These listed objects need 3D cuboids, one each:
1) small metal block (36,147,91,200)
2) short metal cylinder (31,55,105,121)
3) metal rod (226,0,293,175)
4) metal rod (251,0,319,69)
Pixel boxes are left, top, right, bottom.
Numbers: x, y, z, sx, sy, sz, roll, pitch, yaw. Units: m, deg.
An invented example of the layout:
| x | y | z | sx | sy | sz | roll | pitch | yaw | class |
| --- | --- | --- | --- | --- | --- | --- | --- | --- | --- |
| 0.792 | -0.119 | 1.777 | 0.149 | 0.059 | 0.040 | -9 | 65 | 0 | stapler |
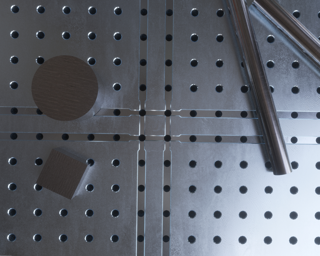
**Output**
| x | y | z | sx | sy | sz | roll | pitch | yaw | class |
| --- | --- | --- | --- | --- | --- | --- | --- | --- | --- |
| -0.127 | 0.060 | 0.412 | 0.050 | 0.025 | 0.050 | 26 | 90 | -1 | small metal block |
| -0.115 | -0.048 | 0.399 | 0.081 | 0.050 | 0.079 | 0 | 90 | -1 | short metal cylinder |
| 0.125 | -0.084 | 0.414 | 0.025 | 0.025 | 0.298 | -15 | 90 | 0 | metal rod |
| 0.241 | -0.073 | 0.416 | 0.300 | 0.025 | 0.025 | 43 | 90 | -1 | metal rod |
